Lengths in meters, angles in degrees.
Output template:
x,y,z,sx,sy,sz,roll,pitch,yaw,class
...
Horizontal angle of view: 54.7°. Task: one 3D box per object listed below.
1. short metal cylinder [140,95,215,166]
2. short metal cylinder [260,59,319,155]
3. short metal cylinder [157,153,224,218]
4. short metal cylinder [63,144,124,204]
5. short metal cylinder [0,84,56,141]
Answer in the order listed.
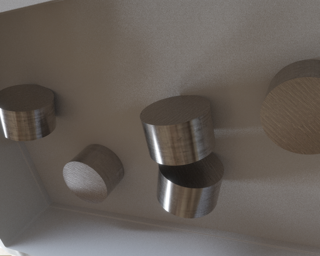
x,y,z,sx,sy,sz,roll,pitch,yaw,class
0.021,0.000,0.361,0.080,0.080,0.050,2,119,27,short metal cylinder
0.144,-0.021,0.304,0.080,0.050,0.079,13,124,20,short metal cylinder
0.037,0.067,0.394,0.080,0.080,0.050,16,125,18,short metal cylinder
-0.104,0.072,0.490,0.080,0.050,0.079,13,124,20,short metal cylinder
-0.198,-0.024,0.460,0.080,0.080,0.050,20,126,16,short metal cylinder
